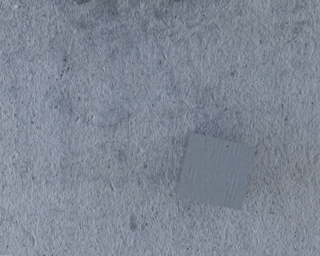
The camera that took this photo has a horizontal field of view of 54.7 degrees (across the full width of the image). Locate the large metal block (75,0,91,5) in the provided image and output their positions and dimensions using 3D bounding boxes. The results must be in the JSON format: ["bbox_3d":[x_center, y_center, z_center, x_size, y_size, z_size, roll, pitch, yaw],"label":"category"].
[{"bbox_3d":[-0.102,-0.213,0.381,0.050,0.080,0.080,-21,90,0],"label":"large metal block"}]

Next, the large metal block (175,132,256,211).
[{"bbox_3d":[0.068,0.052,0.398,0.080,0.050,0.080,13,90,0],"label":"large metal block"}]

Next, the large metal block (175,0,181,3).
[{"bbox_3d":[0.043,-0.223,0.397,0.080,0.050,0.080,-22,90,0],"label":"large metal block"}]
